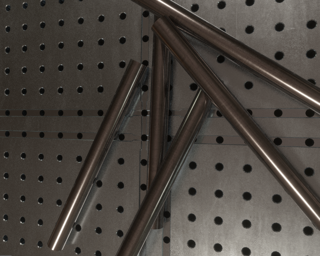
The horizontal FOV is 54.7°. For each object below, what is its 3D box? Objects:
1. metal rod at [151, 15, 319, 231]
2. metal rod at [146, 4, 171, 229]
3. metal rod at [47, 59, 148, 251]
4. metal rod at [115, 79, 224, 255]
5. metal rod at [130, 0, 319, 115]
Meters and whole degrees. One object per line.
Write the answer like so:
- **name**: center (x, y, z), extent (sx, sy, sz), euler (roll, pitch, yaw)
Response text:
- **metal rod**: center (0.093, -0.009, 0.358), extent (0.025, 0.025, 0.300), euler (-40, 86, 15)
- **metal rod**: center (-0.001, -0.017, 0.412), extent (0.025, 0.025, 0.298), euler (3, 91, 19)
- **metal rod**: center (-0.093, 0.044, 0.443), extent (0.025, 0.025, 0.298), euler (29, 99, 17)
- **metal rod**: center (0.002, 0.072, 0.387), extent (0.025, 0.025, 0.299), euler (26, 90, 18)
- **metal rod**: center (0.081, -0.096, 0.367), extent (0.301, 0.025, 0.025), euler (34, 101, 10)
